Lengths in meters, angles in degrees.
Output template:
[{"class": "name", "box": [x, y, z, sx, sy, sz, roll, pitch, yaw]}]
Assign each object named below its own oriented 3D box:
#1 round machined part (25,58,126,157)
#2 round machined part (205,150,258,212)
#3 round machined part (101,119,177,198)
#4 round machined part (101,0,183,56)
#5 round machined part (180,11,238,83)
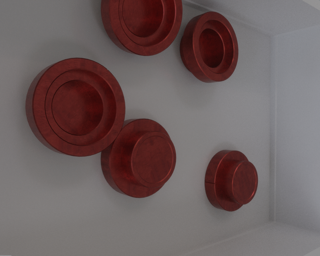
[{"class": "round machined part", "box": [-0.088, -0.021, 0.321, 0.099, 0.042, 0.097, 0, 90, -40]}, {"class": "round machined part", "box": [0.120, 0.085, 0.496, 0.099, 0.042, 0.097, 0, 90, -40]}, {"class": "round machined part", "box": [-0.018, 0.037, 0.380, 0.099, 0.042, 0.097, 0, 90, -40]}, {"class": "round machined part", "box": [-0.025, -0.136, 0.363, 0.099, 0.042, 0.097, -14, 115, -33]}, {"class": "round machined part", "box": [0.067, -0.115, 0.451, 0.099, 0.042, 0.097, 0, 90, -40]}]
